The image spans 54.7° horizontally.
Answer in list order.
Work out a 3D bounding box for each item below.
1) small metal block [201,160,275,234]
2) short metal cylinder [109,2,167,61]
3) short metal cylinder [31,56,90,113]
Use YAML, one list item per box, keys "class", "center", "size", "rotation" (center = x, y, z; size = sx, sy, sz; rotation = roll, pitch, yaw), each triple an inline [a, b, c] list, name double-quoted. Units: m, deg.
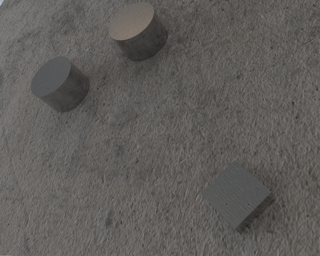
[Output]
- class: "small metal block"
  center: [0.080, 0.070, 0.319]
  size: [0.050, 0.025, 0.050]
  rotation: [-44, 51, -3]
- class: "short metal cylinder"
  center: [-0.035, -0.156, 0.502]
  size: [0.080, 0.050, 0.080]
  rotation: [-13, 56, 21]
- class: "short metal cylinder"
  center: [-0.167, -0.073, 0.520]
  size: [0.080, 0.050, 0.080]
  rotation: [-13, 56, 21]
